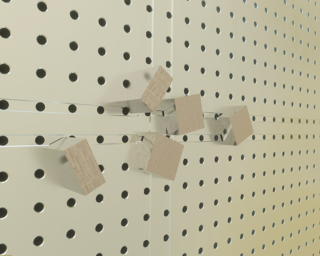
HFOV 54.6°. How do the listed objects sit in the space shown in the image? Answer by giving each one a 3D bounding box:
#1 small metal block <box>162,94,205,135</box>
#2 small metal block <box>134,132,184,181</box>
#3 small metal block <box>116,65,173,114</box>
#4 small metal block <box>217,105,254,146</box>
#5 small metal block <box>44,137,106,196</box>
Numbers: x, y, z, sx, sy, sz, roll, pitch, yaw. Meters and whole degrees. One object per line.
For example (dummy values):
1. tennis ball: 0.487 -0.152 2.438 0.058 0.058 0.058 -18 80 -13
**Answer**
1. small metal block: 0.034 -0.020 0.436 0.050 0.025 0.050 -15 100 -39
2. small metal block: 0.000 0.038 0.408 0.050 0.025 0.050 27 73 -37
3. small metal block: -0.019 -0.046 0.376 0.025 0.050 0.050 42 65 -32
4. small metal block: 0.125 -0.005 0.513 0.050 0.025 0.050 -31 109 -36
5. small metal block: -0.088 0.038 0.319 0.025 0.050 0.050 -32 110 -35
